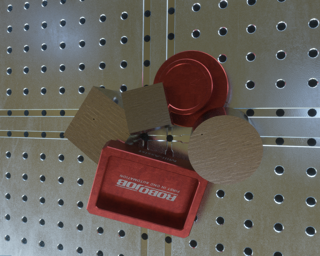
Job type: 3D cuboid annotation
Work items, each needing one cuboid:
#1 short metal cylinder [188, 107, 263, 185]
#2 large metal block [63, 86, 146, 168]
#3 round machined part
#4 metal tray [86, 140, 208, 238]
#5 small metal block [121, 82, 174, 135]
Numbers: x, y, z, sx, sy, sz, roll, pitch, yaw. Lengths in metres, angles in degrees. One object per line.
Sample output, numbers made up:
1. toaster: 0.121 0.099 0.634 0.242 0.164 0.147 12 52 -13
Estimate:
1. short metal cylinder: 0.074 0.019 0.361 0.080 0.050 0.079 2 104 8
2. large metal block: -0.070 0.000 0.424 0.080 0.050 0.080 37 102 16
3. round machined part: 0.036 -0.050 0.390 0.098 0.042 0.097 0 90 20
4. metal tray: -0.015 0.076 0.385 0.131 0.030 0.089 16 103 -3
5. small metal block: -0.014 -0.022 0.368 0.050 0.025 0.050 -13 83 8
